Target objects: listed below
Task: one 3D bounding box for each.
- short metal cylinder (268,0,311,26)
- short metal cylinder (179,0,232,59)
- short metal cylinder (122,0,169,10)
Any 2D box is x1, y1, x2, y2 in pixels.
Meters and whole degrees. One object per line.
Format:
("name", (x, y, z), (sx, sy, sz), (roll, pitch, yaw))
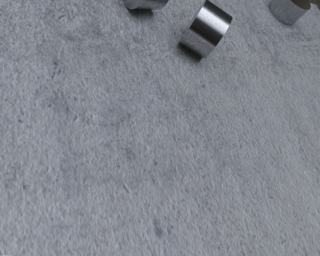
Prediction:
("short metal cylinder", (0.307, -0.291, 0.735), (0.081, 0.050, 0.080), (14, 56, -21))
("short metal cylinder", (0.074, -0.162, 0.509), (0.050, 0.080, 0.080), (31, 52, -9))
("short metal cylinder", (-0.024, -0.234, 0.500), (0.050, 0.080, 0.080), (-13, 69, -34))
